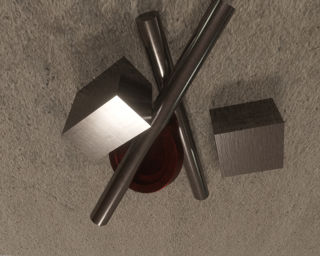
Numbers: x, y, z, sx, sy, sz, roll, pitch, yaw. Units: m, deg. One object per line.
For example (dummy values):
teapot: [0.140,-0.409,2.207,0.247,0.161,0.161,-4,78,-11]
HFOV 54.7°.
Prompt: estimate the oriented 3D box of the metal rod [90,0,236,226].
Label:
metal rod: [-0.008,-0.002,0.355,0.025,0.025,0.298,24,111,-19]

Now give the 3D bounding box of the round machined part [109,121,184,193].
round machined part: [-0.014,0.031,0.400,0.098,0.042,0.097,3,97,27]

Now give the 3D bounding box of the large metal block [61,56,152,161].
large metal block: [-0.056,-0.023,0.351,0.080,0.080,0.050,-32,124,24]

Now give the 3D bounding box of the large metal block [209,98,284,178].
large metal block: [0.113,0.014,0.405,0.080,0.050,0.080,-11,130,8]

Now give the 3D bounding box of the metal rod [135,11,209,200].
metal rod: [0.027,-0.003,0.405,0.025,0.025,0.299,-12,130,10]
